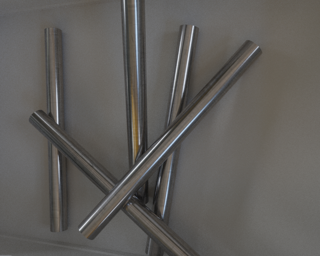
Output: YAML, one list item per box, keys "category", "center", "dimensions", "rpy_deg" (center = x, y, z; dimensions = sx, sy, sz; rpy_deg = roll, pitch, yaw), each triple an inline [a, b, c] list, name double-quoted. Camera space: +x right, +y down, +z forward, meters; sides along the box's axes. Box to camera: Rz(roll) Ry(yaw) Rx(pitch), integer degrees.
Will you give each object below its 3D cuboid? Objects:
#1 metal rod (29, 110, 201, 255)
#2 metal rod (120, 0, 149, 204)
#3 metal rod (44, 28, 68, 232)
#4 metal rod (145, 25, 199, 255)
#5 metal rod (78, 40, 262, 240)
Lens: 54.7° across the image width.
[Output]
- category: "metal rod"
  center: [-0.065, 0.076, 0.404]
  dimensions: [0.300, 0.025, 0.025]
  rpy_deg: [39, 102, 15]
- category: "metal rod"
  center: [-0.028, -0.038, 0.361]
  dimensions: [0.025, 0.025, 0.298]
  rpy_deg: [9, 115, 19]
- category: "metal rod"
  center: [-0.155, 0.002, 0.463]
  dimensions: [0.025, 0.025, 0.298]
  rpy_deg: [-2, 89, 19]
- category: "metal rod"
  center: [0.015, 0.019, 0.404]
  dimensions: [0.025, 0.025, 0.298]
  rpy_deg: [10, 93, 19]
- category: "metal rod"
  center: [0.012, 0.014, 0.372]
  dimensions: [0.025, 0.025, 0.300]
  rpy_deg: [42, 90, 15]
